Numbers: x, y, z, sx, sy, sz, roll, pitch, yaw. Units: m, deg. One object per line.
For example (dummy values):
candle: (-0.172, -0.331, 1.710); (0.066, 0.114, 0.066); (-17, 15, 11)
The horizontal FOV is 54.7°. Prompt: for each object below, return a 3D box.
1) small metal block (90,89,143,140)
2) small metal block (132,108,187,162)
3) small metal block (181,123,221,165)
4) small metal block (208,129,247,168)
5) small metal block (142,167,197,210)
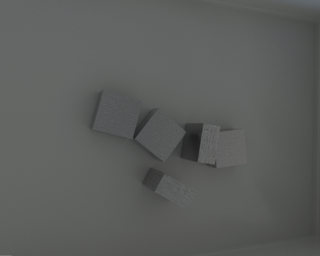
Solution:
small metal block: (-0.055, -0.016, 0.388); (0.050, 0.025, 0.050); (16, 85, -20)
small metal block: (-0.002, 0.009, 0.408); (0.050, 0.025, 0.050); (41, 77, -16)
small metal block: (0.054, 0.020, 0.417); (0.025, 0.050, 0.050); (10, 87, -21)
small metal block: (0.095, 0.028, 0.445); (0.050, 0.025, 0.050); (-6, 92, -20)
small metal block: (0.011, 0.077, 0.400); (0.050, 0.050, 0.025); (32, 81, -18)
